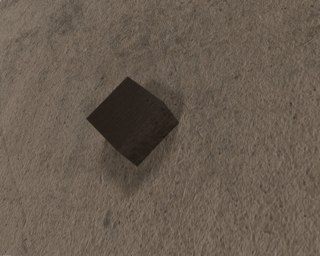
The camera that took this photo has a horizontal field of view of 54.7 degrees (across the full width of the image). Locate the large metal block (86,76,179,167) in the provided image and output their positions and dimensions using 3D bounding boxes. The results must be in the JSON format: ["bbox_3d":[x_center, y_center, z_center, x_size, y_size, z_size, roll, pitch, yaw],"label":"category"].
[{"bbox_3d":[-0.037,-0.010,0.412,0.080,0.050,0.080,-47,52,-5],"label":"large metal block"}]
